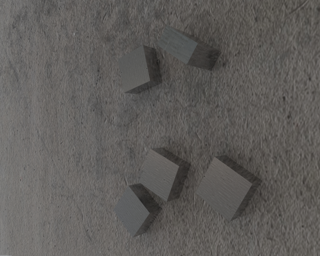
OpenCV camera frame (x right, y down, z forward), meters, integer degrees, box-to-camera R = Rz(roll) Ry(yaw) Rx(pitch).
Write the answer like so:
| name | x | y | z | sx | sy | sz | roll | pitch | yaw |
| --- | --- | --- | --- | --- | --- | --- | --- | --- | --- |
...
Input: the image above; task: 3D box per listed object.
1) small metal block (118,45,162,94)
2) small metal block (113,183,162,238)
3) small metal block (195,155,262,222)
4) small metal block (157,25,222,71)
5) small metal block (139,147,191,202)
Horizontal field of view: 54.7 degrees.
| name | x | y | z | sx | sy | sz | roll | pitch | yaw |
| --- | --- | --- | --- | --- | --- | --- | --- | --- | --- |
| small metal block | -0.028 | -0.079 | 0.428 | 0.050 | 0.025 | 0.050 | -18 | 79 | 38 |
| small metal block | -0.032 | 0.114 | 0.432 | 0.050 | 0.025 | 0.050 | 46 | 117 | 30 |
| small metal block | 0.075 | 0.065 | 0.343 | 0.050 | 0.025 | 0.050 | 37 | 113 | 33 |
| small metal block | 0.034 | -0.092 | 0.360 | 0.050 | 0.050 | 0.025 | 41 | 115 | 32 |
| small metal block | 0.006 | 0.059 | 0.400 | 0.050 | 0.025 | 0.050 | 29 | 108 | 36 |
